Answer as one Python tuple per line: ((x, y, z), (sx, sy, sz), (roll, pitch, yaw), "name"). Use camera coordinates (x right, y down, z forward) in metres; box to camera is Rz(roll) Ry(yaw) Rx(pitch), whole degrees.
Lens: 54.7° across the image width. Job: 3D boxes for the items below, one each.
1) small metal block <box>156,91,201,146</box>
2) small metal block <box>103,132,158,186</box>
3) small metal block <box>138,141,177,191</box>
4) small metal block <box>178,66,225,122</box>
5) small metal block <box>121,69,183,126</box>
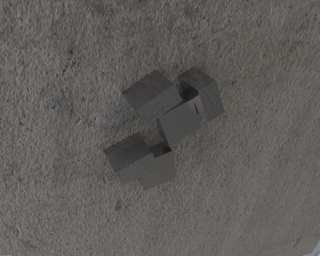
((0.022, -0.013, 0.411), (0.050, 0.025, 0.050), (-28, 128, -10), "small metal block")
((-0.038, 0.038, 0.393), (0.050, 0.050, 0.025), (-28, 128, -11), "small metal block")
((-0.007, 0.054, 0.436), (0.050, 0.025, 0.050), (-22, 127, -16), "small metal block")
((0.052, -0.043, 0.392), (0.025, 0.050, 0.050), (-32, 129, -8), "small metal block")
((-0.010, -0.037, 0.362), (0.050, 0.050, 0.025), (-35, 129, -5), "small metal block")
